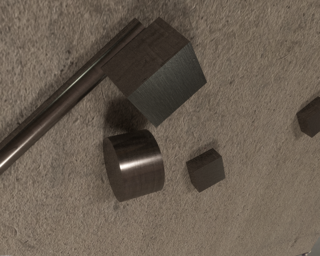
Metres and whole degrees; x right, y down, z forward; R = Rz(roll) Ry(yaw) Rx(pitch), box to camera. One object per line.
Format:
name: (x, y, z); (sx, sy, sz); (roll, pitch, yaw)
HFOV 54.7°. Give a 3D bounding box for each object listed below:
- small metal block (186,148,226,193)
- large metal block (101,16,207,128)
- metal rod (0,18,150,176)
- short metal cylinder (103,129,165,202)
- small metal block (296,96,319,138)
small metal block: (0.073, 0.067, 0.491); (0.050, 0.025, 0.050); (-27, 128, -12)
large metal block: (-0.003, -0.057, 0.339); (0.080, 0.050, 0.080); (-42, 151, 0)
metal rod: (-0.129, -0.006, 0.333); (0.300, 0.025, 0.025); (-43, 130, 1)
short metal cylinder: (-0.034, 0.045, 0.382); (0.050, 0.080, 0.079); (-12, 124, -22)
small metal block: (0.275, -0.019, 0.549); (0.050, 0.025, 0.050); (-39, 130, -3)
